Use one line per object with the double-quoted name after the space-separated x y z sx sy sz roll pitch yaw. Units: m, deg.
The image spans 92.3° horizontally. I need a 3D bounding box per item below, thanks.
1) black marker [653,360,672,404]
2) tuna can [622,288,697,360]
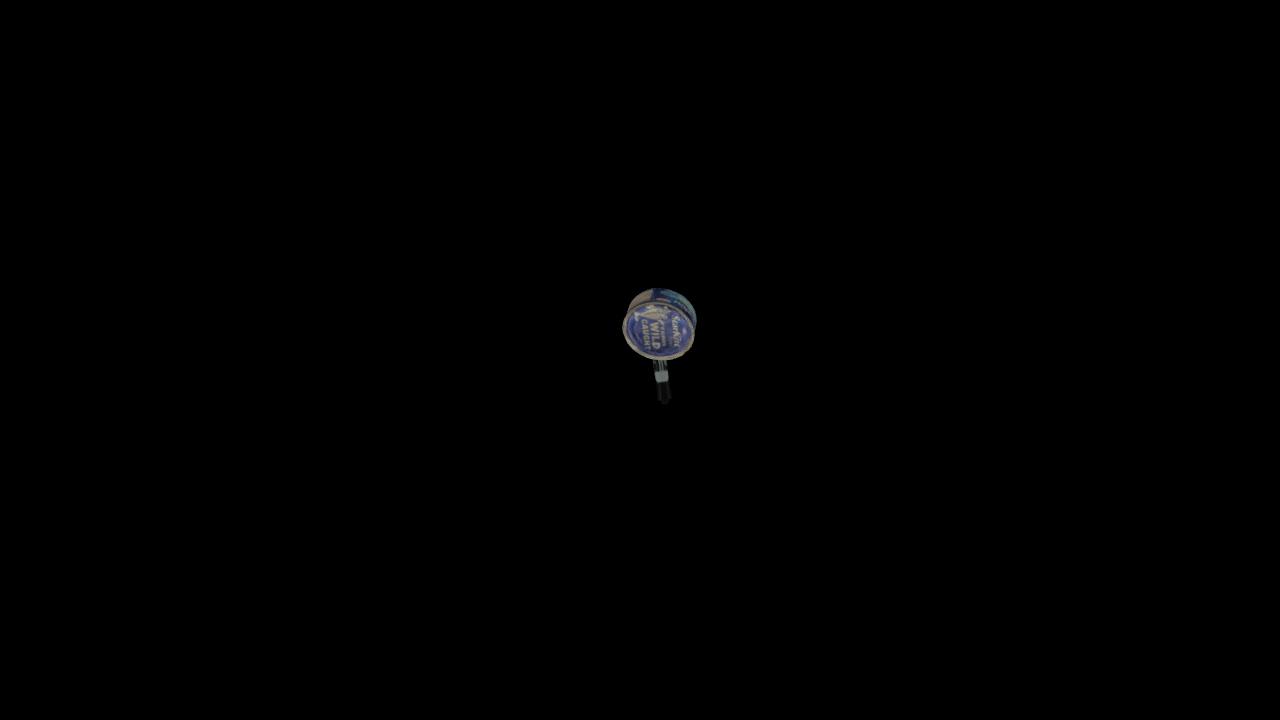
0.024 -0.005 0.761 0.020 0.121 0.020 -8 4 1 "black marker"
0.024 -0.041 0.716 0.084 0.084 0.034 0 40 14 "tuna can"
